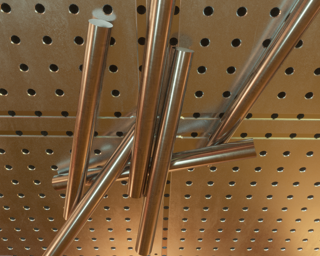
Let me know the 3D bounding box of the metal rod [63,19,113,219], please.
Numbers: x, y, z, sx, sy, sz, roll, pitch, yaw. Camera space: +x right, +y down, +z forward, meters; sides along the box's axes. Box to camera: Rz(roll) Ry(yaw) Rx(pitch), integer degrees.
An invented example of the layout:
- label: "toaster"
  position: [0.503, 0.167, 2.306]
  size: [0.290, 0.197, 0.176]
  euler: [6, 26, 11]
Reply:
- label: "metal rod"
  position: [-0.098, 0.013, 0.398]
  size: [0.025, 0.025, 0.298]
  euler: [11, 122, -10]

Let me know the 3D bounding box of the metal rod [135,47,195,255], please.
- label: "metal rod"
  position: [0.000, 0.047, 0.401]
  size: [0.025, 0.025, 0.298]
  euler: [8, 114, -7]

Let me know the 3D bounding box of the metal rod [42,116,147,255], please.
- label: "metal rod"
  position: [-0.100, 0.105, 0.439]
  size: [0.025, 0.025, 0.299]
  euler: [30, 105, -23]

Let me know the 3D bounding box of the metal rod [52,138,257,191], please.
- label: "metal rod"
  position: [-0.020, 0.055, 0.438]
  size: [0.301, 0.025, 0.025]
  euler: [-12, 129, 17]

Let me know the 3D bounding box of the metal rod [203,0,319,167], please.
- label: "metal rod"
  position: [0.117, -0.060, 0.361]
  size: [0.025, 0.025, 0.298]
  euler: [16, 128, -13]

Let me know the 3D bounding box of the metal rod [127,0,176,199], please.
- label: "metal rod"
  position: [-0.012, -0.037, 0.352]
  size: [0.025, 0.025, 0.298]
  euler: [6, 122, -6]
